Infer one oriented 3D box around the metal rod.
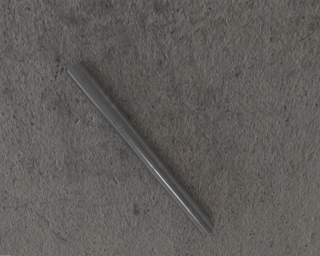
[{"bbox_3d":[-0.017,0.038,0.423,0.025,0.025,0.300,-34,107,12],"label":"metal rod"}]
